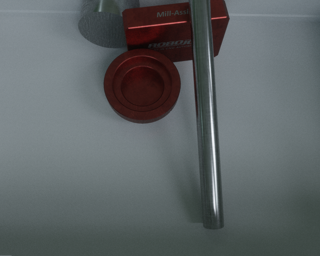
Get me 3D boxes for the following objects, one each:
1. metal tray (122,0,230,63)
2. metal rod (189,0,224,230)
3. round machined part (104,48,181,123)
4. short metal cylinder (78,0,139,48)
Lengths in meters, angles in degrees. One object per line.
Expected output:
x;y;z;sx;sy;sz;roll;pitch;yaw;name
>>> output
0.019;-0.126;0.421;0.131;0.090;0.030;-8;70;-3;metal tray
0.054;-0.032;0.365;0.025;0.025;0.298;-4;92;-2;metal rod
-0.023;-0.053;0.415;0.099;0.042;0.098;1;77;-2;round machined part
-0.071;-0.157;0.437;0.081;0.080;0.050;3;70;1;short metal cylinder
